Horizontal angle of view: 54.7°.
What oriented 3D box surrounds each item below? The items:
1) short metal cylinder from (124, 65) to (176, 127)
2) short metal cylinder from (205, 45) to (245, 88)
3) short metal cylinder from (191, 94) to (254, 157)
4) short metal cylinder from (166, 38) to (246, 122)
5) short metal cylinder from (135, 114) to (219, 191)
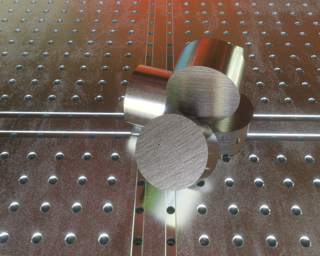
[{"bbox_3d":[-0.008,-0.038,0.403,0.050,0.080,0.080,15,52,12],"label":"short metal cylinder"},{"bbox_3d":[0.076,-0.081,0.431,0.080,0.080,0.050,2,90,1],"label":"short metal cylinder"},{"bbox_3d":[0.074,-0.009,0.398,0.081,0.050,0.080,0,49,0],"label":"short metal cylinder"},{"bbox_3d":[0.053,-0.053,0.350,0.080,0.080,0.050,14,51,11],"label":"short metal cylinder"},{"bbox_3d":[0.020,0.026,0.342,0.080,0.050,0.080,-1,87,23],"label":"short metal cylinder"}]
